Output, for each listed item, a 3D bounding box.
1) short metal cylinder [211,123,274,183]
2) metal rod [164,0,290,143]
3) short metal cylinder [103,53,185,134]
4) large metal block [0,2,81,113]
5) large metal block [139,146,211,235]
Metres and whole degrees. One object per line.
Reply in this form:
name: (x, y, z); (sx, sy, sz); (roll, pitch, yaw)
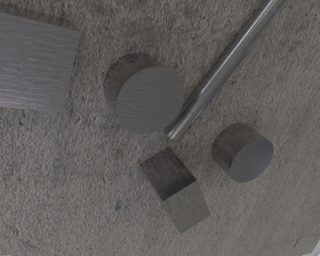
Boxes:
short metal cylinder: (0.128, 0.038, 0.485); (0.081, 0.050, 0.079); (-14, 124, -21)
metal rod: (0.105, -0.105, 0.398); (0.025, 0.025, 0.299); (30, 102, -38)
short metal cylinder: (-0.019, -0.040, 0.356); (0.081, 0.050, 0.079); (-14, 124, -21)
large metal block: (-0.126, -0.064, 0.282); (0.081, 0.050, 0.079); (5, 116, -31)
large metal block: (0.021, 0.087, 0.436); (0.050, 0.080, 0.080); (-30, 129, -9)
